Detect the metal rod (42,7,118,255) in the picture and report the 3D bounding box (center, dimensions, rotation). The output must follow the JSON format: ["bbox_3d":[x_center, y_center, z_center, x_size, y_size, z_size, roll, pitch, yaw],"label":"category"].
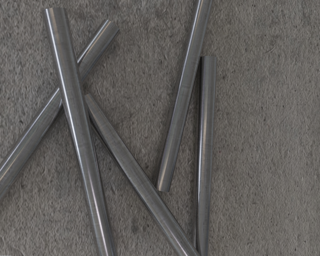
[{"bbox_3d":[-0.088,0.019,0.357,0.025,0.025,0.298,-13,102,-20],"label":"metal rod"}]

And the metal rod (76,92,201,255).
[{"bbox_3d":[-0.012,0.089,0.390,0.025,0.025,0.299,-35,96,-17],"label":"metal rod"}]

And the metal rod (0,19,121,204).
[{"bbox_3d":[-0.138,-0.002,0.358,0.025,0.025,0.300,35,79,-17],"label":"metal rod"}]

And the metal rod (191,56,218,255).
[{"bbox_3d":[0.061,0.051,0.431,0.025,0.025,0.298,3,89,-20],"label":"metal rod"}]

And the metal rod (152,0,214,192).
[{"bbox_3d":[0.035,-0.063,0.421,0.025,0.025,0.299,15,85,-20],"label":"metal rod"}]
